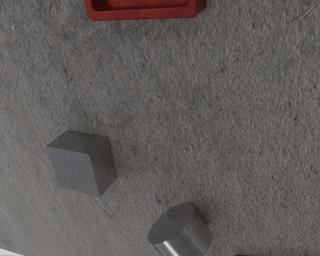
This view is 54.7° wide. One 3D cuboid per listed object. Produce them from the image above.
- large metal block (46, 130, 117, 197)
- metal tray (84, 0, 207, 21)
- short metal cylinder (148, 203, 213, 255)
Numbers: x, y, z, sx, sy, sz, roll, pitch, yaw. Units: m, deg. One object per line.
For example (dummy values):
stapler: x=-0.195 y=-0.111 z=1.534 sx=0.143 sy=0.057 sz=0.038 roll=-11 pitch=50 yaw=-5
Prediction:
large metal block: x=-0.121 y=0.055 z=0.488 sx=0.080 sy=0.050 sz=0.079 roll=8 pitch=122 yaw=24
metal tray: x=-0.021 y=-0.160 z=0.315 sx=0.130 sy=0.030 sz=0.089 roll=7 pitch=122 yaw=24
short metal cylinder: x=0.029 y=0.156 z=0.453 sx=0.080 sy=0.080 sz=0.050 roll=-28 pitch=103 yaw=37
